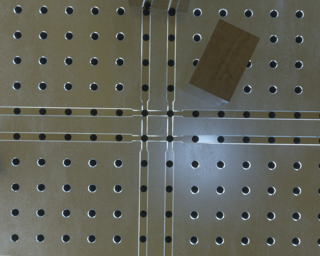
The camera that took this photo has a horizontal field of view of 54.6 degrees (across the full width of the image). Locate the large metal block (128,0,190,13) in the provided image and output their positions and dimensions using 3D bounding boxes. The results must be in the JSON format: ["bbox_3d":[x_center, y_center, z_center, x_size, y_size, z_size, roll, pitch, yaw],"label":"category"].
[{"bbox_3d":[0.003,-0.202,0.401,0.080,0.050,0.080,8,90,0],"label":"large metal block"}]

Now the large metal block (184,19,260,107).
[{"bbox_3d":[0.072,-0.076,0.386,0.050,0.080,0.080,26,90,0],"label":"large metal block"}]
